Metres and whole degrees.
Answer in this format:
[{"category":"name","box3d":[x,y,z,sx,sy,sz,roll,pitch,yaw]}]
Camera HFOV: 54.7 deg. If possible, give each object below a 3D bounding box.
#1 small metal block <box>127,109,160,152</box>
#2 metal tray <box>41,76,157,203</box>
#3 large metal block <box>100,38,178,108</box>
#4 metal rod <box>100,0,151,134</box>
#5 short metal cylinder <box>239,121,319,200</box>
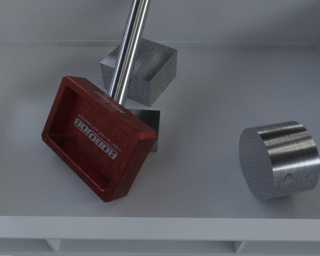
[{"category":"small metal block","box3d":[-0.026,0.003,0.403,0.050,0.025,0.050,3,50,2]},{"category":"metal tray","box3d":[-0.075,0.009,0.354,0.130,0.089,0.030,37,21,26]},{"category":"large metal block","box3d":[-0.029,-0.087,0.462,0.080,0.050,0.080,23,54,18]},{"category":"metal rod","box3d":[-0.033,-0.138,0.416,0.025,0.025,0.299,10,75,8]},{"category":"short metal cylinder","box3d":[0.128,0.035,0.342,0.050,0.080,0.080,-9,51,-8]}]
